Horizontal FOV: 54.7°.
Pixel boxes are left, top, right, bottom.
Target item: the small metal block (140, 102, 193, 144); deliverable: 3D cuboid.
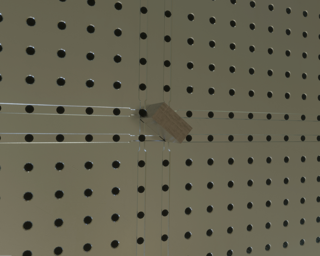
[{"bbox_3d":[0.007,-0.006,0.403,0.050,0.050,0.025,42,77,-16],"label":"small metal block"}]
